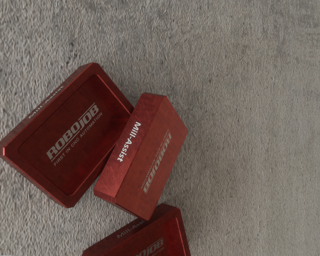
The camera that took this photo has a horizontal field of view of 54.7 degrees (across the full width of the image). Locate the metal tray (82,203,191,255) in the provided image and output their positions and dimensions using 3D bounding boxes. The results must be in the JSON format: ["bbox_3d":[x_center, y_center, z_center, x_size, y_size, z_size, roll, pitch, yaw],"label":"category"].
[{"bbox_3d":[-0.022,0.163,0.382,0.131,0.030,0.089,-22,104,-38],"label":"metal tray"}]

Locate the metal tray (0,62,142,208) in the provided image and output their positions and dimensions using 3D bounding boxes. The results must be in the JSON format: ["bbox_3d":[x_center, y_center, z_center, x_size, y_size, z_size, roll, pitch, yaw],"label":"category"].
[{"bbox_3d":[-0.088,0.005,0.327,0.090,0.030,0.130,52,60,-27],"label":"metal tray"}]

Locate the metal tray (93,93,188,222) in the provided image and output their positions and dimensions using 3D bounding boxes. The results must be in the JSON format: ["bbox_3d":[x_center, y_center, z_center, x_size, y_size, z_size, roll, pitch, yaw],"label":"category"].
[{"bbox_3d":[-0.016,0.035,0.367,0.130,0.030,0.090,-65,148,-19],"label":"metal tray"}]
